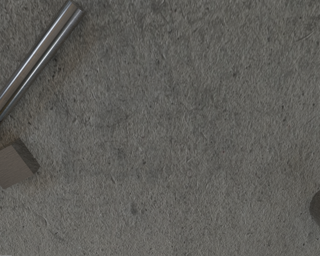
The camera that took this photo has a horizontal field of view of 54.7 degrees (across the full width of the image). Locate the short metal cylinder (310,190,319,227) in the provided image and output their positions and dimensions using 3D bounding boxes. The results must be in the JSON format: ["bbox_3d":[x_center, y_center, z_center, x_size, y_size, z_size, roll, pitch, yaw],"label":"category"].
[{"bbox_3d":[0.268,0.126,0.447,0.081,0.050,0.079,0,110,-1],"label":"short metal cylinder"}]

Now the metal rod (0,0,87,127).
[{"bbox_3d":[-0.195,-0.036,0.393,0.025,0.025,0.299,40,105,-14],"label":"metal rod"}]

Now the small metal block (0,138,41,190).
[{"bbox_3d":[-0.204,0.049,0.425,0.050,0.025,0.050,-26,108,9],"label":"small metal block"}]
